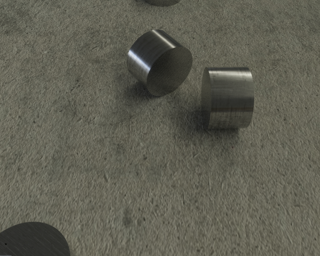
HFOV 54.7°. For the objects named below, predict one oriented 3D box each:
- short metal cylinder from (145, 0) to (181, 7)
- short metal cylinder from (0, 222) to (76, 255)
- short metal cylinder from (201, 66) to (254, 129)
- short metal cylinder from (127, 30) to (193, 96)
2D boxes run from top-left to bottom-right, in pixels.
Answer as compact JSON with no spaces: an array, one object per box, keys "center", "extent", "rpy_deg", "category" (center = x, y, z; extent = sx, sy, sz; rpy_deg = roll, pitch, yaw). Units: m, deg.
[{"center":[0.005,-0.292,0.632],"extent":[0.080,0.050,0.080],"rpy_deg":[0,50,0],"category":"short metal cylinder"},{"center":[-0.115,0.132,0.275],"extent":[0.080,0.050,0.080],"rpy_deg":[0,50,0],"category":"short metal cylinder"},{"center":[0.084,-0.039,0.400],"extent":[0.050,0.080,0.080],"rpy_deg":[-1,50,-1],"category":"short metal cylinder"},{"center":[0.000,-0.093,0.445],"extent":[0.081,0.080,0.050],"rpy_deg":[-29,56,-22],"category":"short metal cylinder"}]
